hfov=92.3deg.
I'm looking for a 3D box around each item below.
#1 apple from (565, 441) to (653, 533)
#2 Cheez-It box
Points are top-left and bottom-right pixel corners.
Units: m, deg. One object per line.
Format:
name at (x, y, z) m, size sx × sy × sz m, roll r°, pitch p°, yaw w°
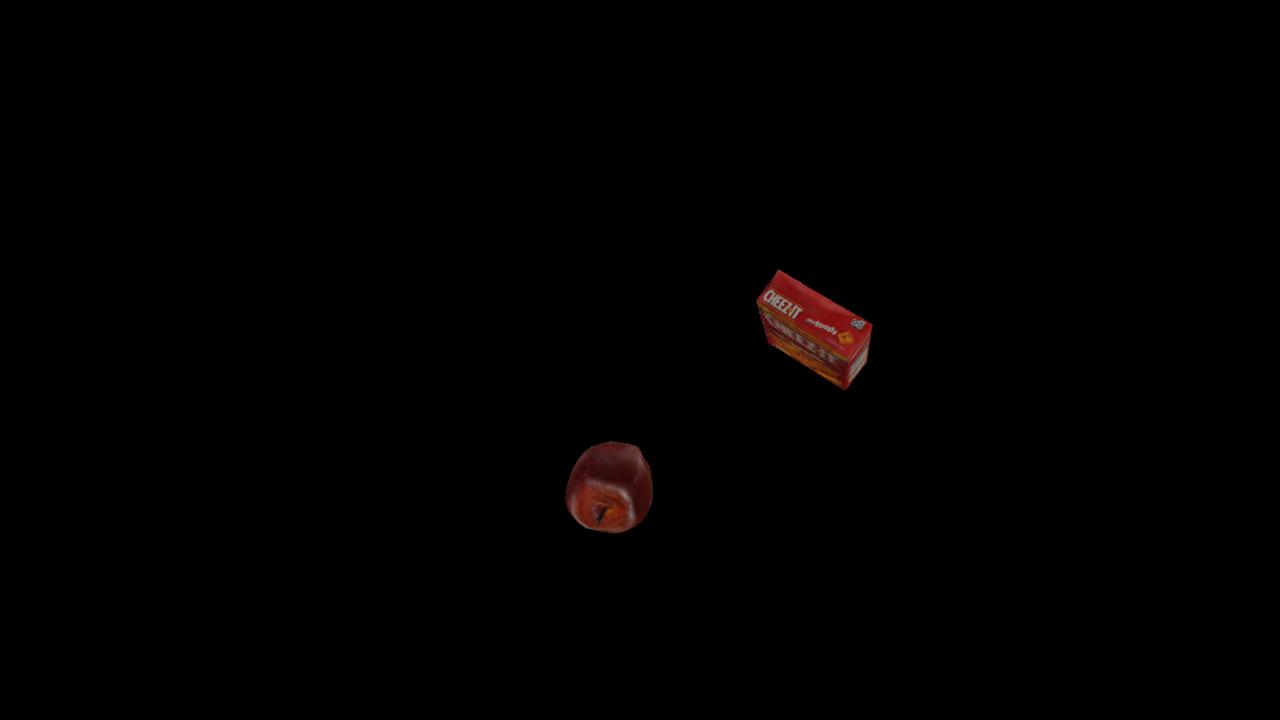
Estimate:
apple at (-0.026, 0.113, 0.551) m, size 0.079 × 0.079 × 0.093 m, roll 0°, pitch 24°, yaw 12°
Cheez-It box at (0.284, -0.041, 0.999) m, size 0.166 × 0.071 × 0.223 m, roll 35°, pitch -3°, yaw 22°
